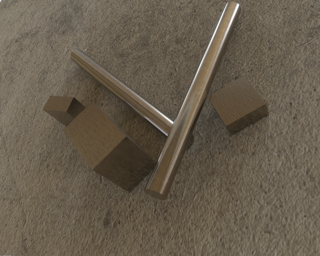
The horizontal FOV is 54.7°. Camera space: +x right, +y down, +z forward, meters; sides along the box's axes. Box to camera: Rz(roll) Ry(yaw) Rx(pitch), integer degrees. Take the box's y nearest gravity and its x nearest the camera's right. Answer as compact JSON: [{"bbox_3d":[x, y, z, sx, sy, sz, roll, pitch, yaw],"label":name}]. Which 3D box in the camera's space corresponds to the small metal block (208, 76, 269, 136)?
[{"bbox_3d":[0.093,-0.027,0.371,0.050,0.025,0.050,-30,52,8],"label":"small metal block"}]

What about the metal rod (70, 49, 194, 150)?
[{"bbox_3d":[-0.059,-0.056,0.467,0.025,0.025,0.300,-47,52,-5],"label":"metal rod"}]

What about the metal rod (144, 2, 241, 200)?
[{"bbox_3d":[0.051,-0.053,0.387,0.025,0.025,0.300,7,58,31],"label":"metal rod"}]

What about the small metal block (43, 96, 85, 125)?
[{"bbox_3d":[-0.139,-0.024,0.474,0.050,0.050,0.025,6,65,30],"label":"small metal block"}]

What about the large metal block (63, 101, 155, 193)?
[{"bbox_3d":[-0.060,0.024,0.384,0.050,0.080,0.080,-46,51,-3],"label":"large metal block"}]
